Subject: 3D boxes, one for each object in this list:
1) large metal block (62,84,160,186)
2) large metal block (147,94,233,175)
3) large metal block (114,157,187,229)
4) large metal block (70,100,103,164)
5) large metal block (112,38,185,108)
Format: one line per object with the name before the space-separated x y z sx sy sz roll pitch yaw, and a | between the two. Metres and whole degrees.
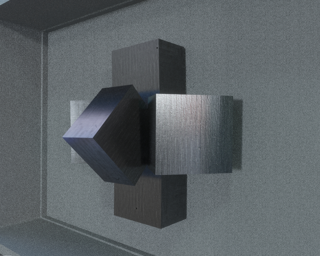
large metal block | -0.049 0.008 0.358 0.050 0.080 0.080 -1 46 39
large metal block | 0.031 0.006 0.335 0.050 0.081 0.079 -174 84 -78
large metal block | -0.013 0.075 0.400 0.080 0.050 0.080 1 91 40
large metal block | -0.085 0.005 0.430 0.050 0.080 0.080 -1 90 4
large metal block | -0.016 -0.062 0.398 0.080 0.050 0.080 -2 89 40
